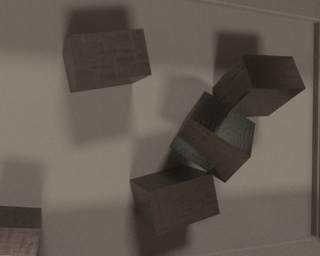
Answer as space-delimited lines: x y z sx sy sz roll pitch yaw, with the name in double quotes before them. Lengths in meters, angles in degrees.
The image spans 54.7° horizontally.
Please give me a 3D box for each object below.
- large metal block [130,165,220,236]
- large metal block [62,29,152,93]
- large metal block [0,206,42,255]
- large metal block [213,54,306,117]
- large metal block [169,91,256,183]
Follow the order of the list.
"large metal block" 0.015 0.085 0.388 0.081 0.080 0.050 -13 95 -20
"large metal block" -0.064 -0.075 0.358 0.081 0.080 0.050 -12 94 -20
"large metal block" -0.158 0.132 0.324 0.050 0.080 0.080 9 87 -20
"large metal block" 0.132 -0.055 0.424 0.081 0.080 0.050 -3 67 -21
"large metal block" 0.069 0.009 0.392 0.080 0.050 0.080 33 35 0
